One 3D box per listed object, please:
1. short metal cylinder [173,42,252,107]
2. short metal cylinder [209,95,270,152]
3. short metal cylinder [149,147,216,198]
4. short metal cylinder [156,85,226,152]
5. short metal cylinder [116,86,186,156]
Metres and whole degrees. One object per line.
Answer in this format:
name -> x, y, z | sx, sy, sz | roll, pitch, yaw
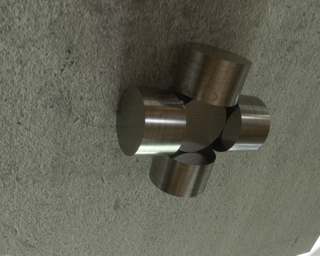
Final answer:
short metal cylinder -> 0.061, -0.065, 0.366 | 0.081, 0.080, 0.050 | 1, 118, -30
short metal cylinder -> 0.102, -0.007, 0.427 | 0.050, 0.080, 0.079 | 2, 118, -30
short metal cylinder -> 0.030, 0.049, 0.421 | 0.081, 0.080, 0.050 | 0, 118, -29
short metal cylinder -> 0.039, -0.015, 0.406 | 0.081, 0.050, 0.079 | -14, 125, -21
short metal cylinder -> -0.013, -0.007, 0.363 | 0.050, 0.080, 0.079 | 2, 118, -30
